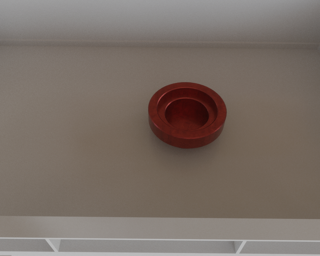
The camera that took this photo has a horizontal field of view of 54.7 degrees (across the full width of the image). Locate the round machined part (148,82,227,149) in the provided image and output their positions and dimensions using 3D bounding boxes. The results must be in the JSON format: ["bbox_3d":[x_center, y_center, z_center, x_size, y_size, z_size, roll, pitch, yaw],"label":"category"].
[{"bbox_3d":[0.034,-0.012,0.405,0.099,0.042,0.098,0,50,0],"label":"round machined part"}]
